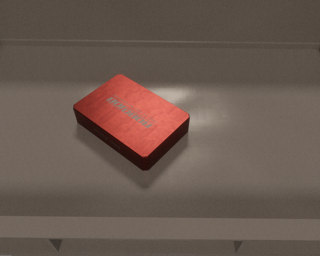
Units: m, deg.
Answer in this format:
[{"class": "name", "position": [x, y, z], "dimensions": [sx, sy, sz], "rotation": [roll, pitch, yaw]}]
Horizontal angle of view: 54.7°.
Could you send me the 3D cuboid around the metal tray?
[{"class": "metal tray", "position": [-0.038, -0.013, 0.412], "dimensions": [0.130, 0.030, 0.090], "rotation": [33, 57, 24]}]
